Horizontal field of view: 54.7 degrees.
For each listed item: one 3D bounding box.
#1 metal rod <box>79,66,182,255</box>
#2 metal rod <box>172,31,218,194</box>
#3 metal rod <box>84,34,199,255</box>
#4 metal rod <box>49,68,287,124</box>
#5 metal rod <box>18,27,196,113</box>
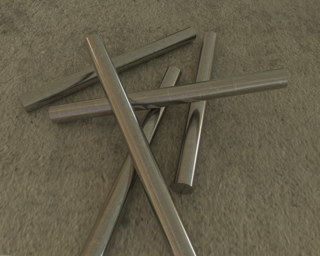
[{"bbox_3d":[-0.024,0.025,0.381,0.025,0.025,0.300,14,51,11],"label":"metal rod"},{"bbox_3d":[0.056,-0.044,0.441,0.025,0.025,0.300,9,50,7],"label":"metal rod"},{"bbox_3d":[-0.032,0.005,0.359,0.025,0.025,0.299,-18,65,-15],"label":"metal rod"},{"bbox_3d":[0.005,-0.040,0.399,0.302,0.025,0.025,-8,50,7],"label":"metal rod"},{"bbox_3d":[-0.067,-0.099,0.485,0.302,0.025,0.025,-28,56,-22],"label":"metal rod"}]
